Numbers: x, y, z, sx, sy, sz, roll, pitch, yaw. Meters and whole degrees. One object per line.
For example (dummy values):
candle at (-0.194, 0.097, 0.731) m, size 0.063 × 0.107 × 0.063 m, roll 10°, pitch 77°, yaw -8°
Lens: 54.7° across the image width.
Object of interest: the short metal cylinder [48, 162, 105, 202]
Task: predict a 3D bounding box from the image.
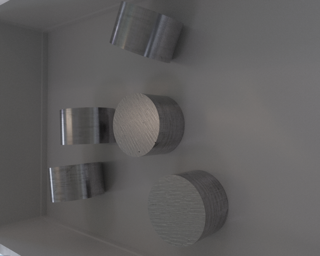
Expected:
short metal cylinder at (-0.128, 0.082, 0.477) m, size 0.080 × 0.081 × 0.050 m, roll -12°, pitch 83°, yaw 39°

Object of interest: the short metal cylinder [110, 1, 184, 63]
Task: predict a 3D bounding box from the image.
short metal cylinder at (-0.017, -0.118, 0.385) m, size 0.080 × 0.081 × 0.050 m, roll 31°, pitch 110°, yaw 35°

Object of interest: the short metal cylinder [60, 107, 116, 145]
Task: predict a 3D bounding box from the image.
short metal cylinder at (-0.105, -0.002, 0.458) m, size 0.080 × 0.081 × 0.050 m, roll -4°, pitch 88°, yaw 40°

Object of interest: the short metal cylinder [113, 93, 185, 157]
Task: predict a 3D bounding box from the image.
short metal cylinder at (-0.015, -0.004, 0.403) m, size 0.080 × 0.050 × 0.080 m, roll 0°, pitch 90°, yaw 40°

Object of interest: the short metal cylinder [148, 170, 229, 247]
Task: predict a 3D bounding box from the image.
short metal cylinder at (0.032, 0.092, 0.364) m, size 0.080 × 0.050 × 0.080 m, roll 0°, pitch 90°, yaw 40°
